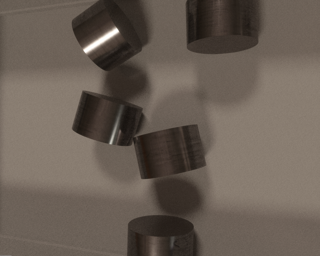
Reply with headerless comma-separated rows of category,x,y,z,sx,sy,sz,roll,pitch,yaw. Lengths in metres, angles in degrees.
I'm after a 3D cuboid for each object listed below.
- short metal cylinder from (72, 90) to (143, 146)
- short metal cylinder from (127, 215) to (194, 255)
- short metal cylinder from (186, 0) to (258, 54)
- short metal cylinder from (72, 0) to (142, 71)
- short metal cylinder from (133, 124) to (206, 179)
short metal cylinder,-0.068,-0.013,0.404,0.080,0.080,0.050,19,97,18
short metal cylinder,0.000,0.144,0.380,0.080,0.080,0.050,2,91,19
short metal cylinder,0.071,-0.120,0.356,0.080,0.080,0.050,-2,90,19
short metal cylinder,-0.067,-0.122,0.404,0.050,0.080,0.080,-29,81,17
short metal cylinder,0.011,0.029,0.377,0.080,0.080,0.050,-13,86,19
